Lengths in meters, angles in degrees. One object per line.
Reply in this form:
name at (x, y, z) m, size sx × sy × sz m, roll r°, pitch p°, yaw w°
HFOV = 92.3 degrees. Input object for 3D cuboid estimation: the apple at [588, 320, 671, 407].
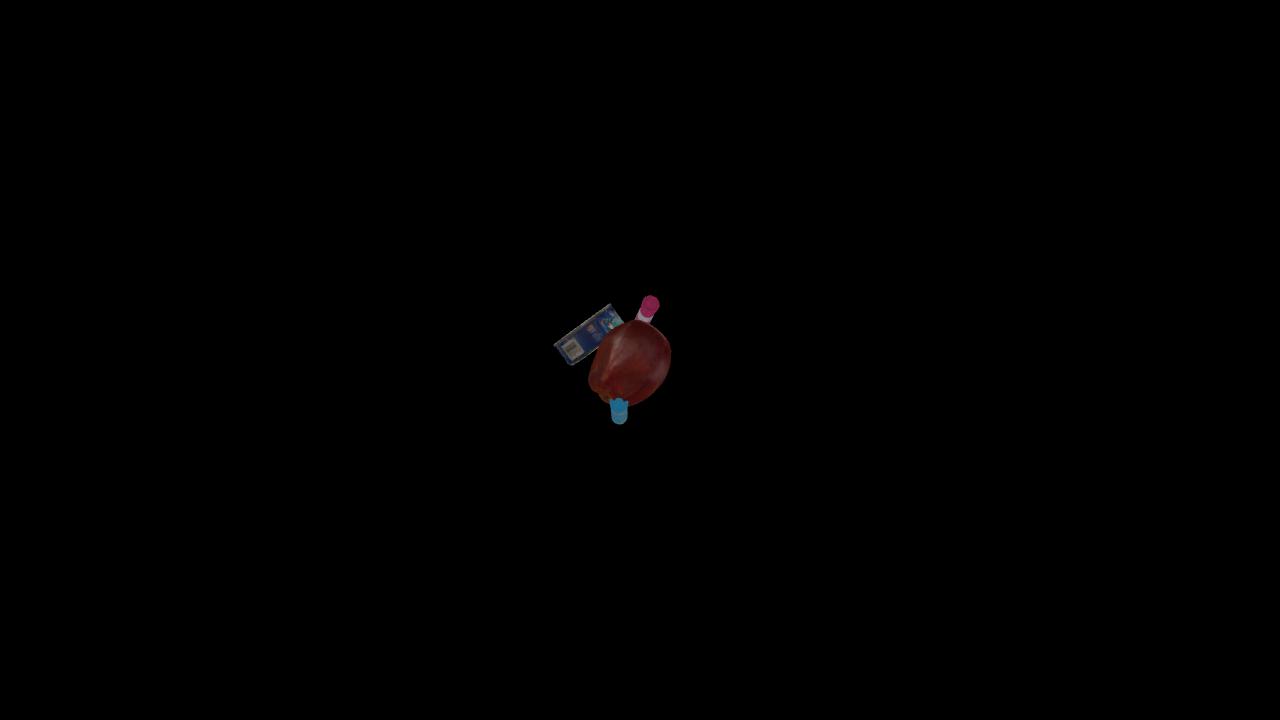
apple at (-0.009, 0.004, 0.636) m, size 0.079 × 0.093 × 0.079 m, roll 30°, pitch -19°, yaw 12°

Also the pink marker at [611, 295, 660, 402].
pink marker at (0.003, -0.044, 0.691) m, size 0.020 × 0.020 × 0.121 m, roll 0°, pitch -15°, yaw -9°

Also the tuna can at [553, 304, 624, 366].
tuna can at (-0.059, -0.030, 0.727) m, size 0.084 × 0.034 × 0.084 m, roll -36°, pitch 5°, yaw 4°

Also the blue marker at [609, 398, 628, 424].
blue marker at (-0.023, 0.054, 0.663) m, size 0.020 × 0.020 × 0.121 m, roll 0°, pitch -12°, yaw -2°
